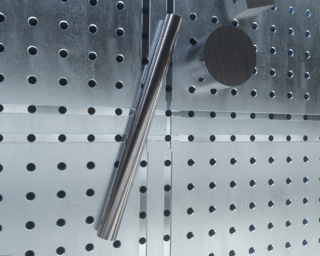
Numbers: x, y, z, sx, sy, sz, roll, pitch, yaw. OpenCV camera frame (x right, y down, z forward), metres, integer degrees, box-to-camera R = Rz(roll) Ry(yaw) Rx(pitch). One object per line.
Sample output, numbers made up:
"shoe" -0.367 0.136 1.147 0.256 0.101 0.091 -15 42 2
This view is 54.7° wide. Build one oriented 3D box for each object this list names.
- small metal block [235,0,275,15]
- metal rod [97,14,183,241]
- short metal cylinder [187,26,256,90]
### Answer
"small metal block" 0.139 -0.202 0.463 0.050 0.025 0.050 -16 96 -19
"metal rod" -0.024 -0.006 0.403 0.025 0.025 0.299 19 84 -19
"short metal cylinder" 0.085 -0.095 0.430 0.081 0.050 0.080 0 90 -20
